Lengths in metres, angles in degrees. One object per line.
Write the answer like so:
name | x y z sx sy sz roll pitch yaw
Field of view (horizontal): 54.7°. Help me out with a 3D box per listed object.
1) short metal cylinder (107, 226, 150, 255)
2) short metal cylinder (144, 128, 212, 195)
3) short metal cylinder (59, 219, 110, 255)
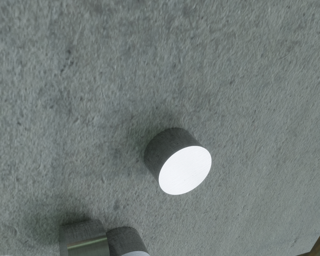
short metal cylinder | -0.060 0.203 0.485 0.081 0.050 0.079 -14 125 -21
short metal cylinder | 0.024 0.046 0.434 0.081 0.050 0.079 -14 125 -21
short metal cylinder | -0.104 0.169 0.420 0.050 0.080 0.079 -4 121 -27
